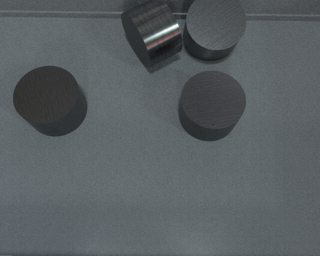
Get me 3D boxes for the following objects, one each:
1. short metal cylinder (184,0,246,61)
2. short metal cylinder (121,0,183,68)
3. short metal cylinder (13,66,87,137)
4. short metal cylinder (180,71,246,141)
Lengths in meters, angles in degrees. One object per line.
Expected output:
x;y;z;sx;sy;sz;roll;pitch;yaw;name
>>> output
0.075;-0.141;0.438;0.081;0.050;0.080;0;85;-1;short metal cylinder
-0.012;-0.131;0.428;0.050;0.080;0.080;-30;73;-10;short metal cylinder
-0.142;-0.034;0.408;0.081;0.050;0.080;0;70;0;short metal cylinder
0.066;-0.028;0.407;0.081;0.050;0.080;0;70;0;short metal cylinder
